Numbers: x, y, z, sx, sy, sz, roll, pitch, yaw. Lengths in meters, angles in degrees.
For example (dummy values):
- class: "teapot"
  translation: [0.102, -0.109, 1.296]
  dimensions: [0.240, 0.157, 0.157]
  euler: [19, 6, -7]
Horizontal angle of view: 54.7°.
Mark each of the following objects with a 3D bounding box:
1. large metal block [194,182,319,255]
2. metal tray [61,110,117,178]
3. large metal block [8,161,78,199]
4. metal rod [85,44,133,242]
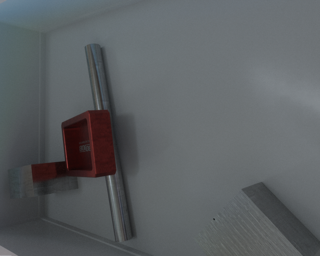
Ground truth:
- class: "large metal block"
  translation: [0.095, 0.114, 0.311]
  dimensions: [0.080, 0.050, 0.080]
  euler: [49, 119, 28]
- class: "metal tray"
  translation: [-0.111, 0.027, 0.466]
  dimensions: [0.130, 0.030, 0.089]
  euler: [-12, 84, 56]
- class: "large metal block"
  translation: [-0.201, 0.088, 0.534]
  dimensions: [0.080, 0.081, 0.050]
  euler: [-14, 81, 39]
- class: "metal rod"
  translation: [-0.079, 0.016, 0.469]
  dimensions: [0.025, 0.025, 0.298]
  euler: [-18, 79, 38]
